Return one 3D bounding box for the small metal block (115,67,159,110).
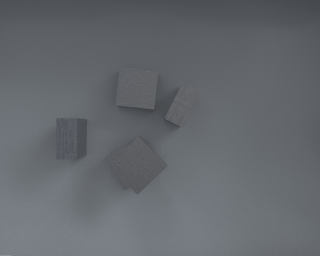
[{"bbox_3d":[-0.030,-0.051,0.411,0.050,0.025,0.050,6,90,-1],"label":"small metal block"}]

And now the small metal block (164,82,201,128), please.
[{"bbox_3d":[0.028,-0.028,0.399,0.025,0.050,0.050,26,90,0],"label":"small metal block"}]

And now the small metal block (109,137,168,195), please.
[{"bbox_3d":[-0.026,0.046,0.386,0.050,0.025,0.050,-44,91,0],"label":"small metal block"}]

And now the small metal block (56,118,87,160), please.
[{"bbox_3d":[-0.112,0.013,0.397,0.025,0.050,0.050,1,90,0],"label":"small metal block"}]

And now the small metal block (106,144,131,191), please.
[{"bbox_3d":[-0.036,0.047,0.411,0.050,0.025,0.050,-27,90,0],"label":"small metal block"}]
